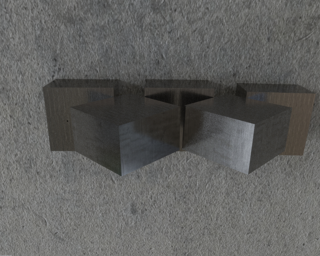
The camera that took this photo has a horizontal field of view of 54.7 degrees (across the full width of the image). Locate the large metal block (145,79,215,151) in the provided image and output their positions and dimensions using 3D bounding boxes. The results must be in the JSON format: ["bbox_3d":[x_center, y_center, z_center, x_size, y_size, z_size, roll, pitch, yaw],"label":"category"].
[{"bbox_3d":[0.022,-0.017,0.392,0.081,0.050,0.079,1,110,-1],"label":"large metal block"}]

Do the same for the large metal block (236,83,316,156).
[{"bbox_3d":[0.140,-0.012,0.395,0.081,0.050,0.079,1,110,-1],"label":"large metal block"}]

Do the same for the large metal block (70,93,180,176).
[{"bbox_3d":[-0.036,0.001,0.328,0.081,0.080,0.050,-20,118,-42],"label":"large metal block"}]

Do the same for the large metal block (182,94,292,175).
[{"bbox_3d":[0.082,0.001,0.332,0.080,0.081,0.050,19,116,40],"label":"large metal block"}]

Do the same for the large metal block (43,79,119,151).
[{"bbox_3d":[-0.094,-0.017,0.390,0.081,0.050,0.079,0,110,-1],"label":"large metal block"}]
